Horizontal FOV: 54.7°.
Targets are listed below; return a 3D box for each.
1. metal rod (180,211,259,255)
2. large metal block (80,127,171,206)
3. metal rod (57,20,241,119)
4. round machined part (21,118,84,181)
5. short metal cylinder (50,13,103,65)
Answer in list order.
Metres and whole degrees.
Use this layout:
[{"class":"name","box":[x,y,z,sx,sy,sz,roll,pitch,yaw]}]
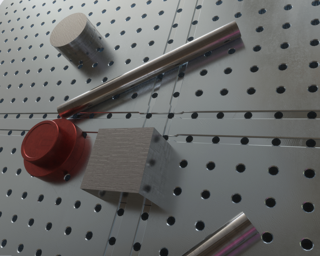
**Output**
[{"class":"metal rod","box":[-0.031,0.182,0.311,0.300,0.025,0.025,-37,51,3]},{"class":"large metal block","box":[-0.040,0.047,0.383,0.080,0.050,0.080,-2,61,27]},{"class":"metal rod","box":[-0.025,-0.083,0.470,0.301,0.025,0.025,-23,54,13]},{"class":"round machined part","box":[-0.167,0.027,0.466,0.098,0.042,0.098,-13,56,20]},{"class":"short metal cylinder","box":[-0.154,-0.164,0.571,0.080,0.050,0.080,-13,56,21]}]
